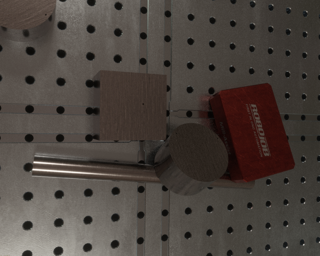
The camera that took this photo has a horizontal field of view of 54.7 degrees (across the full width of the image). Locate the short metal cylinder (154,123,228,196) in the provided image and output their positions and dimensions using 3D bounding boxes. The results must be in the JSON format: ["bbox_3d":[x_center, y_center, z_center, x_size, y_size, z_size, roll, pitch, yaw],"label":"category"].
[{"bbox_3d":[0.039,0.040,0.397,0.081,0.050,0.080,12,56,-18],"label":"short metal cylinder"}]

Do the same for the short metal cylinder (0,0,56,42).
[{"bbox_3d":[-0.157,-0.141,0.341,0.081,0.050,0.079,0,90,-20],"label":"short metal cylinder"}]

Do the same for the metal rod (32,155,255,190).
[{"bbox_3d":[-0.006,0.062,0.411,0.302,0.025,0.025,7,88,-20],"label":"metal rod"}]

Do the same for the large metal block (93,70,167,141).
[{"bbox_3d":[-0.038,-0.025,0.386,0.081,0.050,0.079,1,90,-21],"label":"large metal block"}]

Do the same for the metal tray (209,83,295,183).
[{"bbox_3d":[0.133,0.006,0.447,0.091,0.030,0.129,-11,82,-20],"label":"metal tray"}]
